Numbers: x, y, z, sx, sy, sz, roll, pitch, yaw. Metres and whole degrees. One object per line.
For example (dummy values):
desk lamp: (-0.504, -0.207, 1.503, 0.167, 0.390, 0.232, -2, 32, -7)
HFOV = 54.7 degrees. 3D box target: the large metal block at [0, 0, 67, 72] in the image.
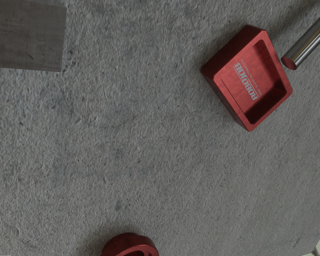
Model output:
large metal block: (-0.126, -0.085, 0.250, 0.081, 0.080, 0.050, 0, 119, -28)

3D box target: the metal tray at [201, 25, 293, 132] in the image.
metal tray: (0.125, -0.064, 0.431, 0.090, 0.030, 0.130, -44, 130, 2)

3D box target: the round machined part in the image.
round machined part: (-0.054, 0.207, 0.494, 0.099, 0.042, 0.097, -14, 124, -21)

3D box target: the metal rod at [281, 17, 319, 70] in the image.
metal rod: (0.274, -0.194, 0.419, 0.300, 0.025, 0.025, -46, 130, -3)
